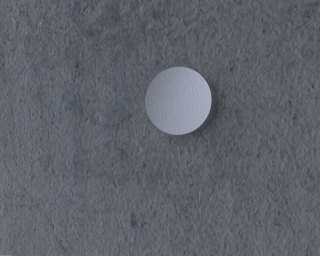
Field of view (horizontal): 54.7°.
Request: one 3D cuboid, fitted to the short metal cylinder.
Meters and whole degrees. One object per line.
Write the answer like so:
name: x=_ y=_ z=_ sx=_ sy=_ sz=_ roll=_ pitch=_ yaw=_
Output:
short metal cylinder: x=0.029 y=-0.032 z=0.385 sx=0.080 sy=0.050 sz=0.079 roll=0 pitch=90 yaw=19
